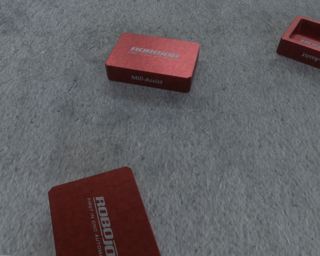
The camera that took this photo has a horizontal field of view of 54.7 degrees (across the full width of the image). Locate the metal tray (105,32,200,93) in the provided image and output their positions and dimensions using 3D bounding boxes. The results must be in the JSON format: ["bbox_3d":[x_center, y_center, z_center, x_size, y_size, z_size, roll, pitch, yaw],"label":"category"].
[{"bbox_3d":[-0.009,-0.105,0.488,0.131,0.030,0.090,11,51,8],"label":"metal tray"}]

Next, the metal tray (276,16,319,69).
[{"bbox_3d":[0.276,-0.138,0.519,0.130,0.030,0.090,27,55,20],"label":"metal tray"}]

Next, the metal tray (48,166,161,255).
[{"bbox_3d":[-0.055,0.109,0.308,0.091,0.030,0.130,-15,52,-13],"label":"metal tray"}]
